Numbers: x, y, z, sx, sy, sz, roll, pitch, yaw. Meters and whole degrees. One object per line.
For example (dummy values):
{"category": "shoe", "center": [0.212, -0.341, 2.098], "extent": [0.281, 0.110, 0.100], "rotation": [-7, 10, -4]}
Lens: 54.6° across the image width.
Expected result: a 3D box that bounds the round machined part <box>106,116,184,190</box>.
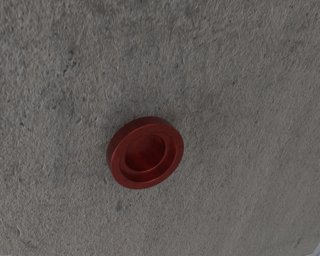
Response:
{"category": "round machined part", "center": [-0.022, 0.028, 0.400], "extent": [0.099, 0.042, 0.097], "rotation": [-14, 124, -21]}
